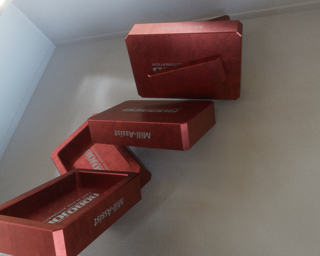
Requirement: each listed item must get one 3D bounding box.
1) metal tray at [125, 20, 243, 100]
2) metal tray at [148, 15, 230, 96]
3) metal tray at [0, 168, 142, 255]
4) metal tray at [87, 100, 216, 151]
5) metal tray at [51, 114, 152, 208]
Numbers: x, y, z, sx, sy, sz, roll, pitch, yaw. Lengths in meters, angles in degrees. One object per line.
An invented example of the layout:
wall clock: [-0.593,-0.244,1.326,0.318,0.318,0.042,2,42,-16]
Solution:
metal tray: [0.031,-0.079,0.375,0.131,0.089,0.030,3,43,15]
metal tray: [0.045,-0.098,0.408,0.090,0.030,0.130,-9,37,25]
metal tray: [-0.087,0.076,0.303,0.090,0.131,0.030,0,102,25]
metal tray: [-0.009,-0.008,0.377,0.130,0.030,0.091,3,21,29]
metal tray: [-0.083,0.049,0.413,0.090,0.030,0.130,-43,51,-2]
